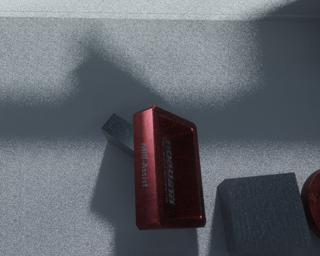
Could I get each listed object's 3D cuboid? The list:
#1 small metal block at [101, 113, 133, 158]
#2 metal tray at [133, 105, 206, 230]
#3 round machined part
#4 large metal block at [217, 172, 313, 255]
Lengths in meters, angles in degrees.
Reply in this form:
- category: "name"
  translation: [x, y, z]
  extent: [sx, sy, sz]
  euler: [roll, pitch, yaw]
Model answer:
- category: "small metal block"
  translation: [-0.043, 0.013, 0.391]
  extent: [0.050, 0.050, 0.025]
  euler: [33, 74, 11]
- category: "metal tray"
  translation: [0.012, 0.048, 0.358]
  extent: [0.030, 0.090, 0.130]
  euler: [-18, 66, 35]
- category: "round machined part"
  translation: [0.216, 0.094, 0.369]
  extent: [0.099, 0.042, 0.098]
  euler: [0, 70, -1]
- category: "large metal block"
  translation: [0.117, 0.100, 0.361]
  extent: [0.081, 0.050, 0.080]
  euler: [-5, 70, -2]
